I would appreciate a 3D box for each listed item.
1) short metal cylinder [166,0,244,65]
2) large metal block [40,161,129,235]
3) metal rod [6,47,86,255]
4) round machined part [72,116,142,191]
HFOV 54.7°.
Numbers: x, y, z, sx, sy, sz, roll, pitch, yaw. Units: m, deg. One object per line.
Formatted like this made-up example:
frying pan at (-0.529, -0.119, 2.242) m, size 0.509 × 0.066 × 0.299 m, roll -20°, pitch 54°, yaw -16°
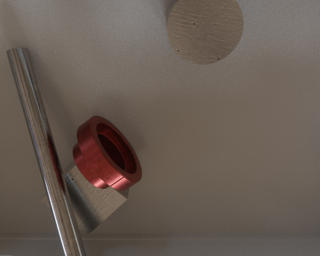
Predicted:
short metal cylinder at (0.048, -0.118, 0.348) m, size 0.081 × 0.050 × 0.079 m, roll 0°, pitch 121°, yaw 0°
large metal block at (-0.100, 0.086, 0.428) m, size 0.080 × 0.050 × 0.080 m, roll 42°, pitch 104°, yaw -14°
metal rod at (-0.135, 0.050, 0.381) m, size 0.025 × 0.025 × 0.298 m, roll -15°, pitch 92°, yaw 5°
round machined part at (-0.069, 0.036, 0.385) m, size 0.042 × 0.098 × 0.098 m, roll -36°, pitch 107°, yaw 12°
